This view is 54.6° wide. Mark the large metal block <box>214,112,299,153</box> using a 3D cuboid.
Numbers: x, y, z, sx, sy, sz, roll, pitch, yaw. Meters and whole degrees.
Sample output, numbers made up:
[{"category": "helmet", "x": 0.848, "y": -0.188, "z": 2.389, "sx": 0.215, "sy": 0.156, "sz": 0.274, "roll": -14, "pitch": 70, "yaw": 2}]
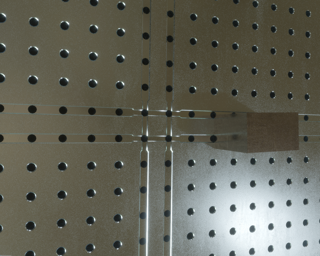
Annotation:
[{"category": "large metal block", "x": 0.131, "y": 0.005, "z": 0.431, "sx": 0.081, "sy": 0.080, "sz": 0.050, "roll": -1, "pitch": 91, "yaw": -20}]
